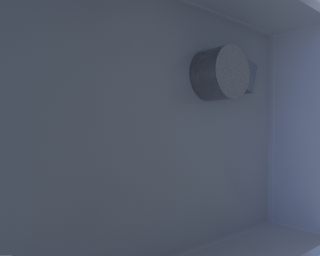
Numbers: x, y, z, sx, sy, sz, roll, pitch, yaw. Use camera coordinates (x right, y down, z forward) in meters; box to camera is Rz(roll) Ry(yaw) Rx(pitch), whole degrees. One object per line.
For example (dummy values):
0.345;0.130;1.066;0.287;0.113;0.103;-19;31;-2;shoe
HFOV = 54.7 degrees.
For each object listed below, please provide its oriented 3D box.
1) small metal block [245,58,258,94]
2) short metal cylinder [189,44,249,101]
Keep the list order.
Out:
0.137;-0.090;0.524;0.050;0.025;0.050;20;77;-39;small metal block
0.091;-0.082;0.469;0.081;0.050;0.079;0;90;-40;short metal cylinder
